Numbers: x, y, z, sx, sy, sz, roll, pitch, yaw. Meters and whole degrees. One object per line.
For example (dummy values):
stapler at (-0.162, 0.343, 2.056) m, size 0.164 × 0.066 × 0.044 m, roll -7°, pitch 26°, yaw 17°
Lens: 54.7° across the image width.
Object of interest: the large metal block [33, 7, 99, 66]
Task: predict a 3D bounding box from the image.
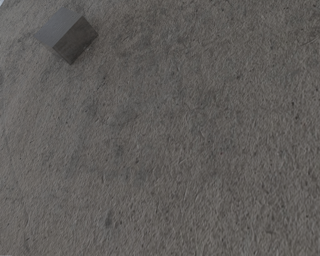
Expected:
large metal block at (-0.179, -0.176, 0.590) m, size 0.080 × 0.050 × 0.080 m, roll 33°, pitch 80°, yaw 38°
